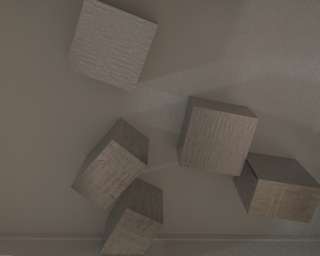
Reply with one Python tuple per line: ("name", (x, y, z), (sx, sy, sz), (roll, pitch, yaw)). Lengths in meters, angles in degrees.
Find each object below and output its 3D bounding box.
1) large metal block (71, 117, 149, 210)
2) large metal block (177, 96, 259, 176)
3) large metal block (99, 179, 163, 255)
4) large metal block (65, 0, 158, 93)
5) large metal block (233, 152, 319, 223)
("large metal block", (-0.060, 0.043, 0.397), (0.050, 0.080, 0.080), (39, 105, -13))
("large metal block", (0.071, 0.010, 0.403), (0.081, 0.050, 0.079), (11, 110, -5))
("large metal block", (-0.037, 0.127, 0.428), (0.050, 0.080, 0.080), (27, 108, -10))
("large metal block", (-0.054, -0.097, 0.361), (0.080, 0.050, 0.079), (20, 109, -8))
("large metal block", (0.151, 0.075, 0.412), (0.081, 0.080, 0.050), (9, 110, -4))
